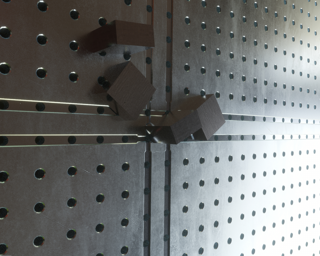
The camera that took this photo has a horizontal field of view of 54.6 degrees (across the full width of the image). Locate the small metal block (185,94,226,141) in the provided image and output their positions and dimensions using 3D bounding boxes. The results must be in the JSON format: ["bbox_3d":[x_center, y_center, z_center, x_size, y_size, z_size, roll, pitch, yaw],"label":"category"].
[{"bbox_3d":[0.066,-0.016,0.463,0.050,0.025,0.050,-41,115,-32],"label":"small metal block"}]

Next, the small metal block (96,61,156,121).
[{"bbox_3d":[-0.040,-0.044,0.375,0.050,0.025,0.050,46,63,-30],"label":"small metal block"}]

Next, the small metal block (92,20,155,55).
[{"bbox_3d":[-0.042,-0.102,0.356,0.050,0.050,0.025,-7,95,-40],"label":"small metal block"}]

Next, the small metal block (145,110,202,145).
[{"bbox_3d":[0.018,-0.002,0.407,0.050,0.050,0.025,-31,110,-35],"label":"small metal block"}]
